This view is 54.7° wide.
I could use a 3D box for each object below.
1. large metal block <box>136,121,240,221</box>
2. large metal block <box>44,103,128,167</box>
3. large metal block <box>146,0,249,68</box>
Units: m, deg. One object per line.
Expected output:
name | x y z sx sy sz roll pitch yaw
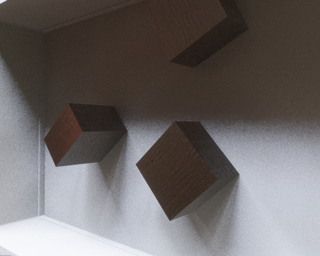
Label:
large metal block | 0.030 0.048 0.364 0.080 0.050 0.080 -49 62 28
large metal block | -0.110 0.011 0.459 0.080 0.081 0.050 -47 63 30
large metal block | 0.041 -0.128 0.356 0.080 0.050 0.080 -32 71 35
